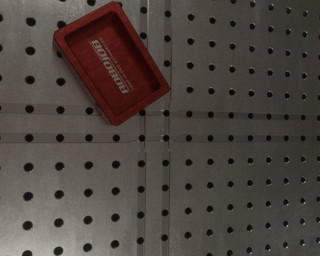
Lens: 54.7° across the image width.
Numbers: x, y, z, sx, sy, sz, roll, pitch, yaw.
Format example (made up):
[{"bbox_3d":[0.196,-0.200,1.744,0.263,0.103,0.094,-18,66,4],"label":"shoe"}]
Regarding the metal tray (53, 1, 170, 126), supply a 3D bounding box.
[{"bbox_3d":[-0.059,-0.078,0.388,0.090,0.030,0.130,-36,102,-17],"label":"metal tray"}]
